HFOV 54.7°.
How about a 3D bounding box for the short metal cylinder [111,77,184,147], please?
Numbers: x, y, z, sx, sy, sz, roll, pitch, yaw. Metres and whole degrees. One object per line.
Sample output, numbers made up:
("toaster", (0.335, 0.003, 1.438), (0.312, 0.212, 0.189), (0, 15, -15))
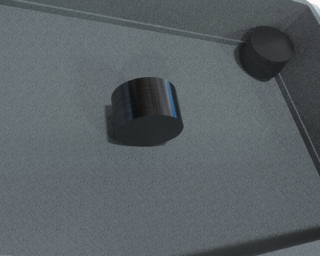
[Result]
("short metal cylinder", (-0.016, -0.017, 0.372), (0.081, 0.080, 0.050), (4, 60, -26))

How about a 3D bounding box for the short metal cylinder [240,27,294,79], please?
("short metal cylinder", (0.193, -0.136, 0.563), (0.081, 0.050, 0.080), (4, 62, -8))
